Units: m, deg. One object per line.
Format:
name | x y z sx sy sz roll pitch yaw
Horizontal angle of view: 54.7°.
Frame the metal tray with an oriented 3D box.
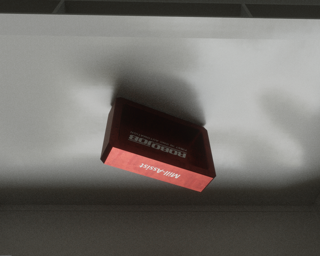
metal tray | 0.000 0.019 0.378 0.131 0.090 0.030 19 127 -17
